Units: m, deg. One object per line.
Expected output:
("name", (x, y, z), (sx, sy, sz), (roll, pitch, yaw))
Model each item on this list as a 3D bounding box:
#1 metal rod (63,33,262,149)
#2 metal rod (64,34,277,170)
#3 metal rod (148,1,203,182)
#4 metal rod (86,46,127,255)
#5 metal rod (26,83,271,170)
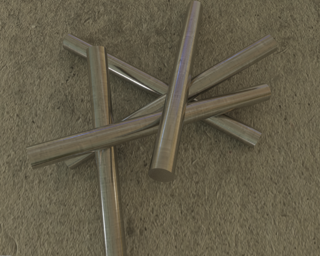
("metal rod", (-0.004, -0.055, 0.428), (0.301, 0.025, 0.025), (29, 73, 10))
("metal rod", (0.013, -0.034, 0.395), (0.301, 0.025, 0.025), (-30, 73, -1))
("metal rod", (0.028, -0.070, 0.384), (0.025, 0.025, 0.300), (10, 51, 4))
("metal rod", (-0.061, 0.049, 0.361), (0.025, 0.025, 0.298), (-7, 81, -2))
("metal rod", (0.004, -0.009, 0.366), (0.302, 0.025, 0.025), (-16, 70, -20))
